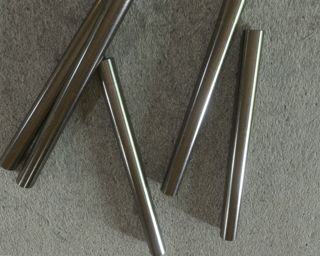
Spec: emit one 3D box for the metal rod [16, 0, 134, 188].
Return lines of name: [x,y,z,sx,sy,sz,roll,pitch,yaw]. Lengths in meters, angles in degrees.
metal rod: [-0.111,-0.037,0.379,0.025,0.025,0.298,30,113,-11]

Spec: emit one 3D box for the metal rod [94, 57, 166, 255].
metal rod: [-0.036,0.053,0.428,0.025,0.025,0.298,-12,110,4]

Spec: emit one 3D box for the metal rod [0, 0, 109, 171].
metal rod: [-0.121,-0.064,0.384,0.025,0.025,0.299,34,106,-12]

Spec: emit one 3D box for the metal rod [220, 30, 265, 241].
metal rod: [0.107,0.023,0.419,0.025,0.025,0.298,1,110,-1]

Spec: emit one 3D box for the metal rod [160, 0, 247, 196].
metal rod: [0.054,-0.044,0.393,0.025,0.025,0.298,15,109,-6]
